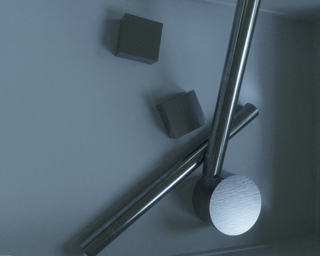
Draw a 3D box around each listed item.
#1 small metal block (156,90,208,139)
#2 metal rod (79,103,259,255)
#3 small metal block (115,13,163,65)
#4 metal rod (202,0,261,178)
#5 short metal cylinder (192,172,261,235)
[{"bbox_3d":[0.030,-0.019,0.423,0.050,0.025,0.050,-26,99,-19],"label":"small metal block"},{"bbox_3d":[0.023,0.061,0.420,0.301,0.025,0.025,-38,103,-16],"label":"metal rod"},{"bbox_3d":[-0.027,-0.114,0.401,0.050,0.025,0.050,9,87,-20],"label":"small metal block"},{"bbox_3d":[0.089,-0.075,0.365,0.025,0.025,0.298,-1,113,-20],"label":"metal rod"},{"bbox_3d":[0.092,0.102,0.433,0.081,0.050,0.079,0,90,-21],"label":"short metal cylinder"}]
